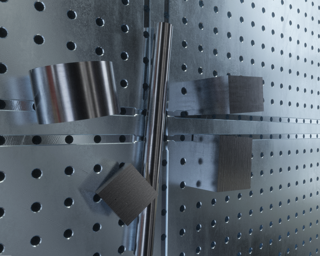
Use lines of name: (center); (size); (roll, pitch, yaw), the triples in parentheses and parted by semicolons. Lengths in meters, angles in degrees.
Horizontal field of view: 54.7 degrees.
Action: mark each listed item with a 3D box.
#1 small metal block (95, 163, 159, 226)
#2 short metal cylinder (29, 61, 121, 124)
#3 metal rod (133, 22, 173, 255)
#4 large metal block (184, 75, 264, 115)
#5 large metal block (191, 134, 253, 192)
small metal block: (-0.039, 0.077, 0.363); (0.050, 0.025, 0.050); (-43, 99, -19)
short metal cylinder: (-0.082, -0.035, 0.306); (0.081, 0.080, 0.050); (-13, 99, -40)
metal rod: (-0.008, 0.012, 0.404); (0.025, 0.025, 0.298); (9, 85, -40)
large metal block: (0.093, -0.046, 0.454); (0.081, 0.080, 0.050); (-6, 94, -40)
large metal block: (0.096, 0.052, 0.476); (0.081, 0.050, 0.080); (5, 87, -40)
